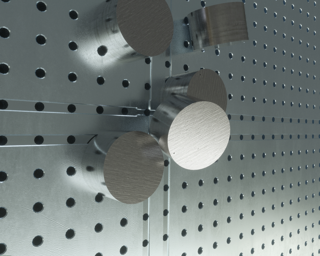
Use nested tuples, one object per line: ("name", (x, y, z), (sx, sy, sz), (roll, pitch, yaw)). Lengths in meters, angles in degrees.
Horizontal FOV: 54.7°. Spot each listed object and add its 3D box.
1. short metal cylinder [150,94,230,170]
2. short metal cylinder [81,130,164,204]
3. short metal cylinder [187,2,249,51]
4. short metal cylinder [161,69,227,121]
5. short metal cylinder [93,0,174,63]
("short metal cylinder", (0.035, 0.003, 0.368), (0.081, 0.050, 0.079), (-7, 107, -23))
("short metal cylinder", (-0.042, 0.043, 0.357), (0.081, 0.050, 0.079), (0, 90, -40))
("short metal cylinder", (0.083, -0.142, 0.442), (0.081, 0.080, 0.050), (-17, 101, -39))
("short metal cylinder", (0.048, -0.039, 0.433), (0.081, 0.050, 0.079), (0, 91, -40))
("short metal cylinder", (-0.031, -0.121, 0.367), (0.081, 0.050, 0.079), (0, 90, -40))
